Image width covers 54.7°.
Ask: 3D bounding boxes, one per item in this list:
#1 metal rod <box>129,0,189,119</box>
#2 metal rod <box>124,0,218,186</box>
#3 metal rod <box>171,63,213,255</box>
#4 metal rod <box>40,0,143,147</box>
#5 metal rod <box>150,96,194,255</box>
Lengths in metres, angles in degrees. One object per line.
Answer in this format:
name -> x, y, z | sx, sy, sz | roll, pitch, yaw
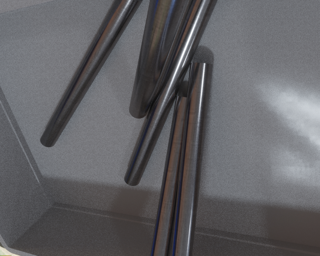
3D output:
metal rod -> -0.004, -0.068, 0.271 | 0.025, 0.025, 0.299 | 37, 161, 3
metal rod -> 0.002, -0.028, 0.389 | 0.025, 0.025, 0.298 | 30, 128, 9
metal rod -> 0.033, 0.076, 0.361 | 0.025, 0.025, 0.298 | 8, 98, 24
metal rod -> -0.109, -0.062, 0.427 | 0.025, 0.025, 0.298 | 43, 129, -1
metal rod -> 0.008, 0.110, 0.385 | 0.025, 0.025, 0.298 | 11, 95, 22
